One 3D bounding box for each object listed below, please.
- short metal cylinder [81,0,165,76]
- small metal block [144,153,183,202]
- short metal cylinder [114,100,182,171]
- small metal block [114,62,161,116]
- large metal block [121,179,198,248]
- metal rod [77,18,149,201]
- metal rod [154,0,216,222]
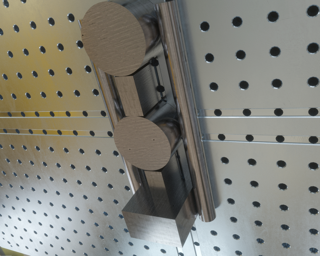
[{"bbox_3d":[-0.041,-0.105,0.351,0.080,0.050,0.079,13,124,21],"label":"short metal cylinder"},{"bbox_3d":[0.006,0.066,0.431,0.025,0.050,0.050,0,119,28],"label":"small metal block"},{"bbox_3d":[-0.013,0.009,0.407,0.080,0.050,0.079,13,124,21],"label":"short metal cylinder"},{"bbox_3d":[-0.025,-0.048,0.377,0.025,0.050,0.050,1,119,28],"label":"small metal block"},{"bbox_3d":[0.005,0.116,0.445,0.080,0.080,0.050,1,119,28],"label":"large metal block"},{"bbox_3d":[-0.055,-0.003,0.438,0.025,0.025,0.298,1,119,28],"label":"metal rod"},{"bbox_3d":[0.037,-0.002,0.389,0.025,0.025,0.298,1,119,28],"label":"metal rod"}]
